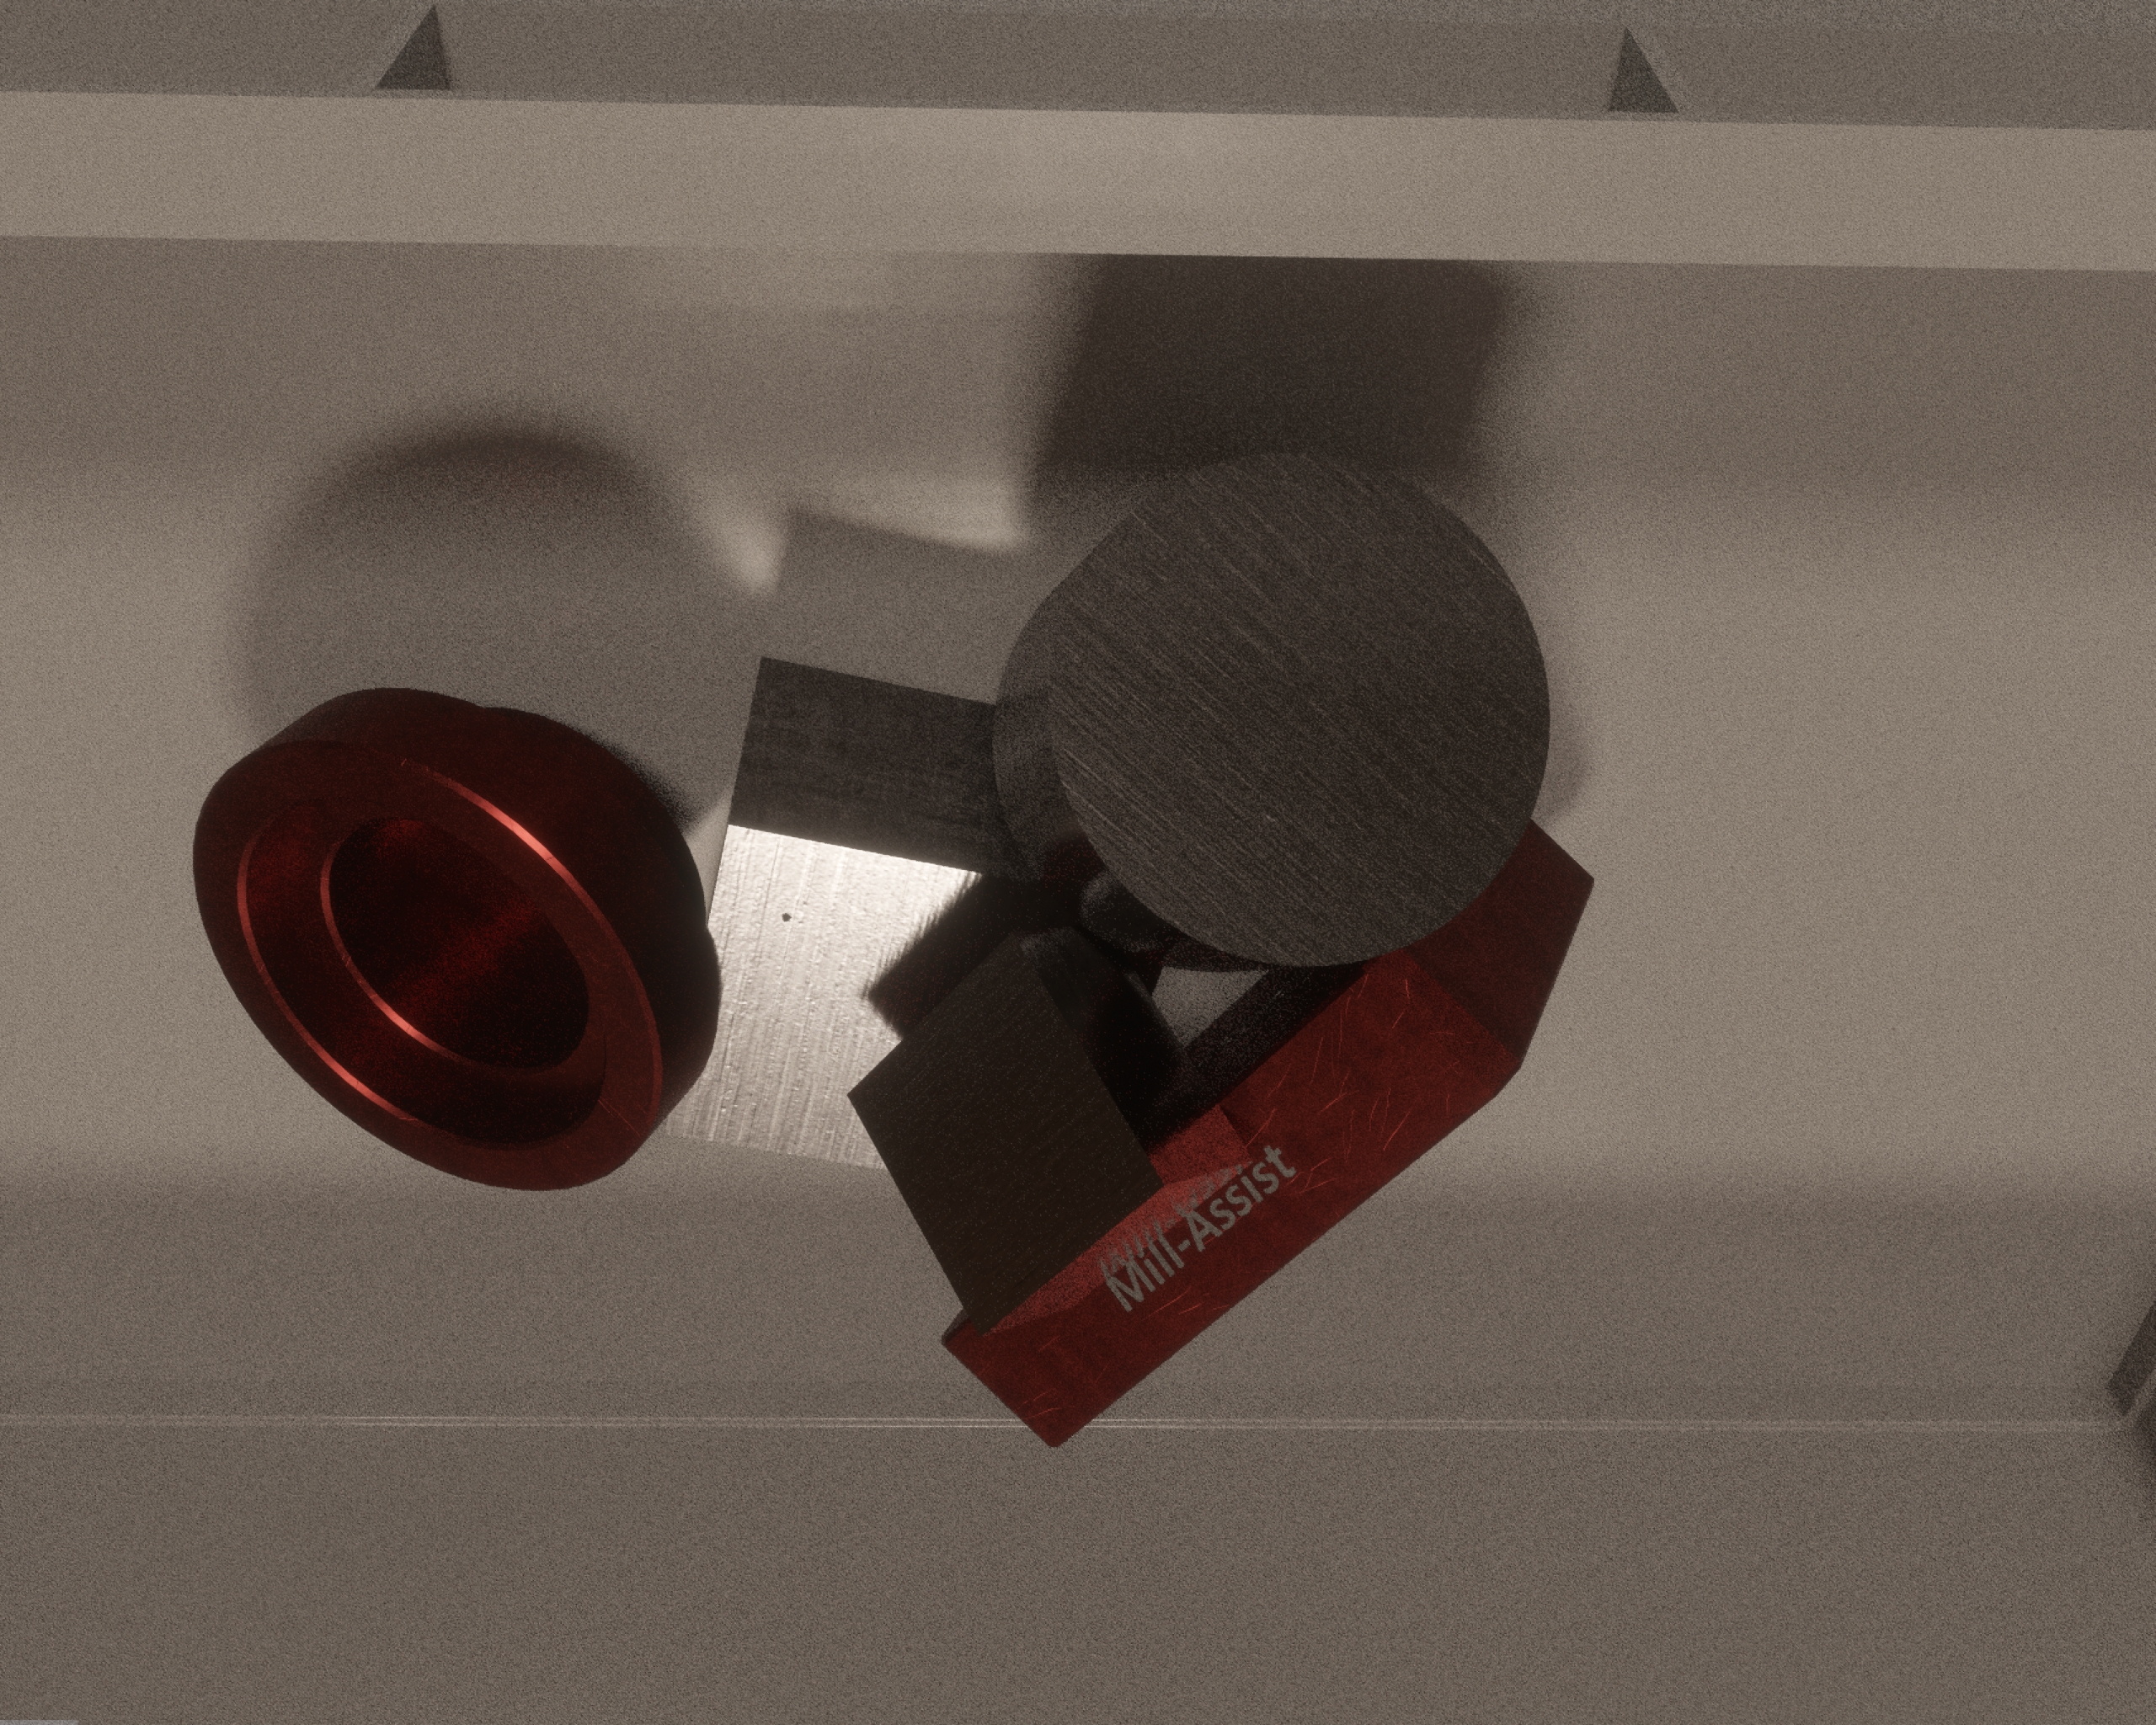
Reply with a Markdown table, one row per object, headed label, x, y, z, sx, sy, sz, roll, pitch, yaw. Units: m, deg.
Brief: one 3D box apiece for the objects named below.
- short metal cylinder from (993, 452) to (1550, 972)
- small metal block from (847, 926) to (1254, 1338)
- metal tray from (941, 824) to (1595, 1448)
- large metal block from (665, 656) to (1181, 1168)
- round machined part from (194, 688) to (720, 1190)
| label | x | y | z | sx | sy | sz | roll | pitch | yaw |
| --- | --- | --- | --- | --- | --- | --- | --- | --- | --- |
| short metal cylinder | 0.030 | -0.022 | 0.344 | 0.081 | 0.080 | 0.050 | 12 | 173 | -11 |
| small metal block | -0.006 | 0.046 | 0.362 | 0.025 | 0.050 | 0.050 | -4 | 146 | -52 |
| metal tray | 0.037 | 0.048 | 0.404 | 0.030 | 0.090 | 0.129 | 44 | 121 | 0 |
| large metal block | -0.030 | 0.014 | 0.403 | 0.081 | 0.050 | 0.079 | 11 | 129 | -10 |
| round machined part | -0.109 | 0.010 | 0.388 | 0.098 | 0.042 | 0.097 | 13 | 127 | 18 |
